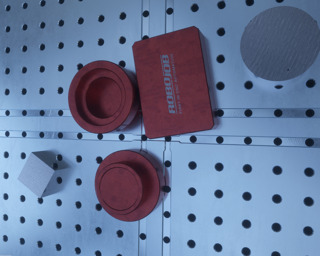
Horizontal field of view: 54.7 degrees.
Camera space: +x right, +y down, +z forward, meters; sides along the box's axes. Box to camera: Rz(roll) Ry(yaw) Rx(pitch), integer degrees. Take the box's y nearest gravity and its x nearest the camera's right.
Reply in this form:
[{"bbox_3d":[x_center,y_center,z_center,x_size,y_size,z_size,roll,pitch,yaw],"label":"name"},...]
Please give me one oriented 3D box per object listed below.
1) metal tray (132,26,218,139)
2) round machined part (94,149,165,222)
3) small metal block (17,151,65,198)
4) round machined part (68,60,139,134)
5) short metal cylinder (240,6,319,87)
[{"bbox_3d":[0.019,-0.056,0.403,0.090,0.030,0.129,-10,87,19],"label":"metal tray"},{"bbox_3d":[-0.046,0.078,0.419,0.098,0.042,0.097,0,90,19],"label":"round machined part"},{"bbox_3d":[-0.182,0.070,0.475,0.050,0.025,0.050,33,101,16],"label":"small metal block"},{"bbox_3d":[-0.073,-0.041,0.428,0.098,0.042,0.097,0,90,19],"label":"round machined part"},{"bbox_3d":[0.135,-0.090,0.352,0.080,0.050,0.079,0,90,19],"label":"short metal cylinder"}]
